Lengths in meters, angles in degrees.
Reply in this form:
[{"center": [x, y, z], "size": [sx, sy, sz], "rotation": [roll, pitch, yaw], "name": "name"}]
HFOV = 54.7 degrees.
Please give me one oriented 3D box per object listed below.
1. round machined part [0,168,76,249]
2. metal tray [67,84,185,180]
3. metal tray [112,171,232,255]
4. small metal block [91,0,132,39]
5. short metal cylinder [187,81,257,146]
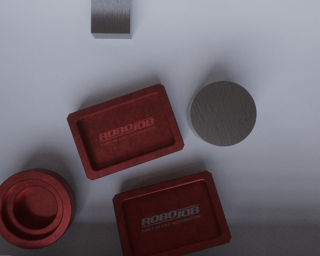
[{"center": [-0.158, 0.101, 0.401], "size": [0.099, 0.042, 0.097], "rotation": [0, 90, -1], "name": "round machined part"}, {"center": [-0.044, 0.005, 0.408], "size": [0.131, 0.030, 0.090], "rotation": [-19, 90, -1], "name": "metal tray"}, {"center": [0.013, 0.115, 0.394], "size": [0.131, 0.030, 0.090], "rotation": [-15, 70, -1], "name": "metal tray"}, {"center": [-0.063, -0.147, 0.411], "size": [0.050, 0.025, 0.050], "rotation": [1, 90, -1], "name": "small metal block"}, {"center": [0.077, -0.017, 0.400], "size": [0.081, 0.050, 0.079], "rotation": [0, 90, -1], "name": "short metal cylinder"}]
